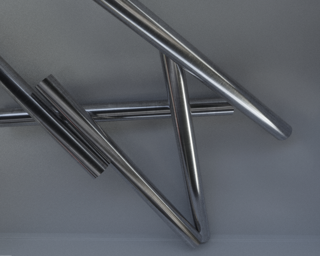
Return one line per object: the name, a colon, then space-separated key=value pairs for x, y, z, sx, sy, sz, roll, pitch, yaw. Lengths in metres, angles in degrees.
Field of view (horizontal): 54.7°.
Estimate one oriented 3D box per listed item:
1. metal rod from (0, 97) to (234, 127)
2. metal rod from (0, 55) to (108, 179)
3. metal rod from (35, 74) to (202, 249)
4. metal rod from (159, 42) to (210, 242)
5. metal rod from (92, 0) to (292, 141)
metal rod: x=-0.058 y=-0.021 z=0.402 sx=0.302 sy=0.025 sz=0.025 roll=-3 pitch=110 yaw=1
metal rod: x=-0.175 y=-0.053 z=0.370 sx=0.025 sy=0.025 sz=0.300 roll=-41 pitch=98 yaw=13
metal rod: x=-0.043 y=0.054 z=0.404 sx=0.025 sy=0.025 sz=0.300 roll=-37 pitch=107 yaw=12
metal rod: x=0.037 y=0.035 z=0.404 sx=0.025 sy=0.025 sz=0.298 roll=-10 pitch=117 yaw=4
metal rod: x=0.054 y=-0.060 z=0.340 sx=0.301 sy=0.025 sz=0.025 roll=30 pitch=108 yaw=-31
